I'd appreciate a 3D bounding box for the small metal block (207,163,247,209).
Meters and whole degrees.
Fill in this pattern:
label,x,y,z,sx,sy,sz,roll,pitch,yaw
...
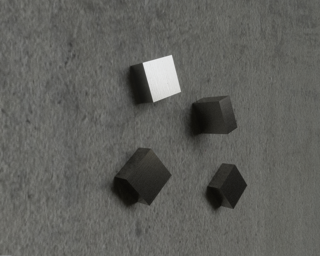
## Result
label,x,y,z,sx,sy,sz,roll,pitch,yaw
small metal block,0.110,0.093,0.500,0.050,0.025,0.050,-50,120,-29

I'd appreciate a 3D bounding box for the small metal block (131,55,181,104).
label,x,y,z,sx,sy,sz,roll,pitch,yaw
small metal block,-0.004,-0.064,0.403,0.050,0.025,0.050,-25,106,-37

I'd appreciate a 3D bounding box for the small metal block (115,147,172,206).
label,x,y,z,sx,sy,sz,roll,pitch,yaw
small metal block,-0.020,0.060,0.390,0.050,0.025,0.050,-51,120,-28

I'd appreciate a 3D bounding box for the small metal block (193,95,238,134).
label,x,y,z,sx,sy,sz,roll,pitch,yaw
small metal block,0.081,-0.019,0.459,0.025,0.050,0.050,-29,109,-37
